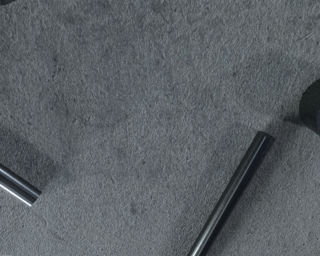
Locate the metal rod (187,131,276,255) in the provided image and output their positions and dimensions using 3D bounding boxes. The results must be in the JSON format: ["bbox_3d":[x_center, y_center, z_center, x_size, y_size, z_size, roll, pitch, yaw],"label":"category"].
[{"bbox_3d":[0.085,0.139,0.462,0.025,0.025,0.298,22,108,-8],"label":"metal rod"}]

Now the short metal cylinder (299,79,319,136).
[{"bbox_3d":[0.227,-0.023,0.391,0.081,0.050,0.079,0,110,-1],"label":"short metal cylinder"}]

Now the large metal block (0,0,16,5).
[{"bbox_3d":[-0.176,-0.175,0.313,0.050,0.080,0.080,-21,109,7],"label":"large metal block"}]

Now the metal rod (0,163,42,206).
[{"bbox_3d":[-0.289,0.008,0.408,0.300,0.025,0.025,40,105,-14],"label":"metal rod"}]
